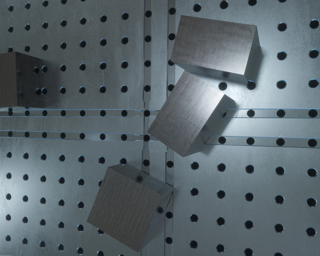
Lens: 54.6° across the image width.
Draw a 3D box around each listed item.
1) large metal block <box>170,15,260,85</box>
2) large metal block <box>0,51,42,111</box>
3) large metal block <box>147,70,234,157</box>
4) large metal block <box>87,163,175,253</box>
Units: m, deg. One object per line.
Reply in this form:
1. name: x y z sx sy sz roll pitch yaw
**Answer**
1. large metal block: 0.067 -0.088 0.360 0.080 0.080 0.050 15 95 19
2. large metal block: -0.236 -0.069 0.484 0.080 0.050 0.080 -3 89 20
3. large metal block: 0.039 -0.016 0.370 0.050 0.080 0.080 35 101 16
4. large metal block: -0.038 0.102 0.413 0.080 0.050 0.080 24 98 18
